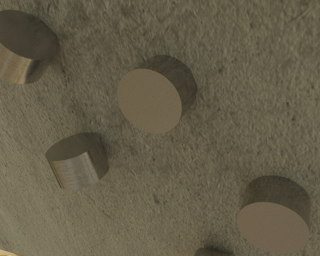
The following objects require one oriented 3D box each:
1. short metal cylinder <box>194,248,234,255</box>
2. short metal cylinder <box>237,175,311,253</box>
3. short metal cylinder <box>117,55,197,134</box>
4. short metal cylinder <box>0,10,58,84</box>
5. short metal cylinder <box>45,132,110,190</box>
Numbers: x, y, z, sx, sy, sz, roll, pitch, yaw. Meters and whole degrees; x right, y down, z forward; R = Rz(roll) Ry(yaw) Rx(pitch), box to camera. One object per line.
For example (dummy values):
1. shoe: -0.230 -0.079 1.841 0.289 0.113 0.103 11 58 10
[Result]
1. short metal cylinder: 0.080 0.228 0.469 0.050 0.080 0.079 2 120 27
2. short metal cylinder: 0.141 0.106 0.382 0.080 0.050 0.079 13 124 20
3. short metal cylinder: -0.003 -0.040 0.366 0.080 0.050 0.079 13 124 20
4. short metal cylinder: -0.181 -0.104 0.400 0.080 0.080 0.050 46 129 -5
5. short metal cylinder: -0.122 0.048 0.463 0.080 0.080 0.050 -1 118 28
